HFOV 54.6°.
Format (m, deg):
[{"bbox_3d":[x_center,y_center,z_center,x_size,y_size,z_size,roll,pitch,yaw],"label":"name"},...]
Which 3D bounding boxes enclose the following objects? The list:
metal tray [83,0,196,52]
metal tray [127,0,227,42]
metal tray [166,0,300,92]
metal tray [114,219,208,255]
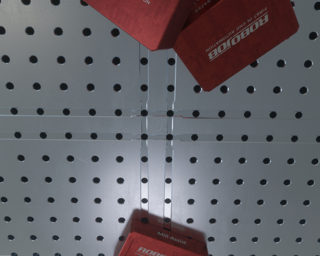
[{"bbox_3d":[-0.026,-0.149,0.311,0.130,0.030,0.089,40,124,18],"label":"metal tray"},{"bbox_3d":[0.012,-0.164,0.350,0.131,0.030,0.090,27,108,-10],"label":"metal tray"},{"bbox_3d":[0.082,-0.111,0.353,0.130,0.030,0.090,-34,129,12],"label":"metal tray"},{"bbox_3d":[0.000,0.206,0.486,0.131,0.030,0.089,22,108,-8],"label":"metal tray"}]
